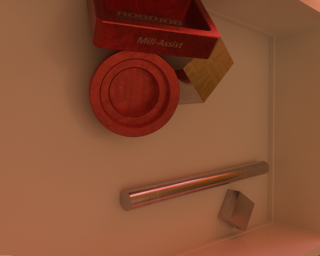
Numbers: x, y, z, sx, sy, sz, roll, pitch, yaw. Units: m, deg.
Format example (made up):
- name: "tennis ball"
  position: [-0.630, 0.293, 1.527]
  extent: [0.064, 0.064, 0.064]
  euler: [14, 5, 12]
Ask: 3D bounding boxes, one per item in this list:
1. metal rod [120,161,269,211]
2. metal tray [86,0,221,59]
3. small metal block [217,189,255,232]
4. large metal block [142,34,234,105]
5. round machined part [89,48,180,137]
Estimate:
- name: "metal rod"
  position: [0.074, 0.080, 0.471]
  extent: [0.302, 0.025, 0.025]
  euler: [-4, 93, -40]
- name: "metal tray"
  position: [-0.009, -0.120, 0.338]
  extent: [0.131, 0.030, 0.090]
  euler: [1, 50, -21]
- name: "small metal block"
  position: [0.128, 0.137, 0.517]
  extent: [0.050, 0.025, 0.050]
  euler: [40, 66, -33]
- name: "large metal block"
  position: [0.035, -0.075, 0.402]
  extent: [0.080, 0.080, 0.050]
  euler: [-51, 121, -28]
- name: "round machined part"
  position: [-0.031, -0.042, 0.353]
  extent: [0.099, 0.042, 0.097]
  euler: [-4, 107, -13]
